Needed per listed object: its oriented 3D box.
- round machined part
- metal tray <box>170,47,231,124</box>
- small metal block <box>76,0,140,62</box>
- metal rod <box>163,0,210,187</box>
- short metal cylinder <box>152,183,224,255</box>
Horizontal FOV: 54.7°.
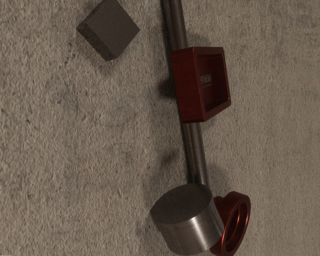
[{"bbox_3d":[0.097,0.141,0.466,0.099,0.042,0.097,-24,121,-48],"label":"round machined part"},{"bbox_3d":[0.061,-0.063,0.424,0.131,0.030,0.089,-26,109,-60],"label":"metal tray"},{"bbox_3d":[-0.059,-0.114,0.357,0.050,0.025,0.050,47,62,-30],"label":"small metal block"},{"bbox_3d":[0.040,-0.037,0.440,0.025,0.025,0.298,-17,101,-39],"label":"metal rod"},{"bbox_3d":[0.037,0.116,0.402,0.081,0.080,0.050,-36,113,-34],"label":"short metal cylinder"}]
